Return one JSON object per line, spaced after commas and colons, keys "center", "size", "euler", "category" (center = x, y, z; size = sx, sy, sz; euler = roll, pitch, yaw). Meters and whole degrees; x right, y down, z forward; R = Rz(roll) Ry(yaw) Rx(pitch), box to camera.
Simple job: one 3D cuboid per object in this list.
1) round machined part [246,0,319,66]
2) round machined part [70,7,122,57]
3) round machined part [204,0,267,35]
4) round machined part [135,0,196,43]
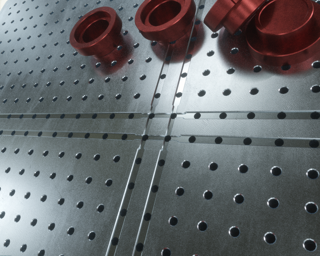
{"center": [0.159, -0.130, 0.394], "size": [0.098, 0.042, 0.098], "euler": [-13, 56, 21], "category": "round machined part"}
{"center": [-0.110, -0.168, 0.560], "size": [0.098, 0.042, 0.098], "euler": [-13, 56, 21], "category": "round machined part"}
{"center": [0.109, -0.165, 0.419], "size": [0.098, 0.098, 0.042], "euler": [-45, 90, -3], "category": "round machined part"}
{"center": [0.012, -0.177, 0.501], "size": [0.098, 0.042, 0.098], "euler": [-13, 56, 21], "category": "round machined part"}
